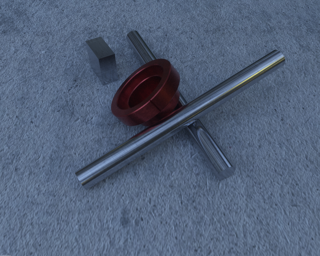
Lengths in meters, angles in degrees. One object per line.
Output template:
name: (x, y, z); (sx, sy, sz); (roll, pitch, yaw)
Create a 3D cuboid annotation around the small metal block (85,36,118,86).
small metal block: (-0.088, -0.102, 0.472); (0.025, 0.050, 0.050); (-24, 54, -19)

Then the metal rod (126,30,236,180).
metal rod: (0.015, -0.052, 0.447); (0.025, 0.025, 0.300); (-19, 53, -16)

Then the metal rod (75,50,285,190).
metal rod: (0.035, -0.017, 0.385); (0.301, 0.025, 0.025); (-32, 57, -13)

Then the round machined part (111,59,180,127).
round machined part: (-0.013, -0.041, 0.406); (0.098, 0.042, 0.098); (-29, 36, 24)
